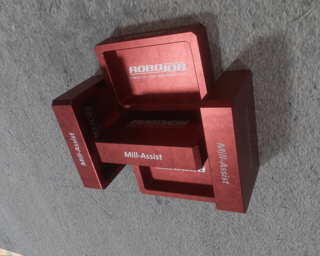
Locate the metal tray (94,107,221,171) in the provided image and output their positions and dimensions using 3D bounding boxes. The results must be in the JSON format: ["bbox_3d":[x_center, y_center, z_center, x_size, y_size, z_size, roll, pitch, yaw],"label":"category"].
[{"bbox_3d":[0.000,0.008,0.373,0.130,0.090,0.030,1,120,27],"label":"metal tray"}]

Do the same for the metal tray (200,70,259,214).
[{"bbox_3d":[0.080,0.013,0.332,0.030,0.090,0.129,1,119,28],"label":"metal tray"}]

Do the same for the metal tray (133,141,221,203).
[{"bbox_3d":[0.025,0.053,0.426,0.130,0.030,0.089,1,118,27],"label":"metal tray"}]

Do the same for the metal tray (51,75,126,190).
[{"bbox_3d":[-0.082,0.005,0.413,0.030,0.090,0.129,1,119,27],"label":"metal tray"}]

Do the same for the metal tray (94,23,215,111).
[{"bbox_3d":[-0.005,-0.067,0.367,0.130,0.030,0.089,0,122,28],"label":"metal tray"}]
